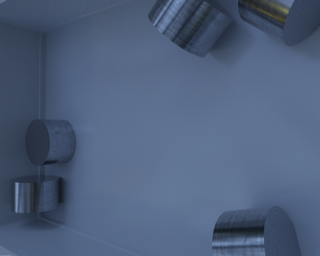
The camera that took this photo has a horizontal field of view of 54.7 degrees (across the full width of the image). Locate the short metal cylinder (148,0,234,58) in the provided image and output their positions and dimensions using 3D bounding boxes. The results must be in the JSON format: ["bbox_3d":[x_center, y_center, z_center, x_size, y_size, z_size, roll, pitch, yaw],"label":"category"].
[{"bbox_3d":[0.034,-0.123,0.341,0.050,0.081,0.080,-51,60,27],"label":"short metal cylinder"}]

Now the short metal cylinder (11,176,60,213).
[{"bbox_3d":[-0.220,0.115,0.549,0.080,0.081,0.050,0,90,39],"label":"short metal cylinder"}]

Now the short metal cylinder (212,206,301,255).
[{"bbox_3d":[0.093,0.117,0.293,0.050,0.081,0.080,-19,78,38],"label":"short metal cylinder"}]

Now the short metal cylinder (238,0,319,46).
[{"bbox_3d":[0.117,-0.121,0.274,0.050,0.081,0.080,45,117,30],"label":"short metal cylinder"}]

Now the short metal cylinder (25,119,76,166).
[{"bbox_3d":[-0.194,0.025,0.547,0.080,0.050,0.079,0,90,39],"label":"short metal cylinder"}]
